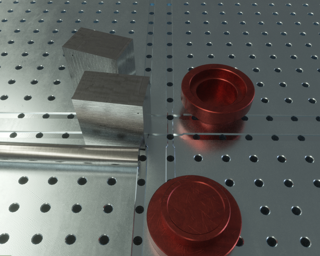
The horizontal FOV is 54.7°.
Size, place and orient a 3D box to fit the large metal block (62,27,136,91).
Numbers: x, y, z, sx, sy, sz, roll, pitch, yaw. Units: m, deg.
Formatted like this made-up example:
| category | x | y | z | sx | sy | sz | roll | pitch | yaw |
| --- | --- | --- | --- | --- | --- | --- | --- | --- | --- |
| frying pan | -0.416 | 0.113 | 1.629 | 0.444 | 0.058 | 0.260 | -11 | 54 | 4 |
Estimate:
| category | x | y | z | sx | sy | sz | roll | pitch | yaw |
| --- | --- | --- | --- | --- | --- | --- | --- | --- | --- |
| large metal block | -0.083 | -0.089 | 0.446 | 0.080 | 0.080 | 0.050 | 16 | 52 | 13 |

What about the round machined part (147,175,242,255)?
| category | x | y | z | sx | sy | sz | roll | pitch | yaw |
| --- | --- | --- | --- | --- | --- | --- | --- | --- | --- |
| round machined part | 0.035 | 0.090 | 0.321 | 0.099 | 0.042 | 0.098 | 0 | 50 | 0 |

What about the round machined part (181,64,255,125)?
| category | x | y | z | sx | sy | sz | roll | pitch | yaw |
| --- | --- | --- | --- | --- | --- | --- | --- | --- | --- |
| round machined part | 0.078 | -0.043 | 0.433 | 0.099 | 0.042 | 0.098 | 0 | 50 | 0 |

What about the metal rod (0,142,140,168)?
| category | x | y | z | sx | sy | sz | roll | pitch | yaw |
| --- | --- | --- | --- | --- | --- | --- | --- | --- | --- |
| metal rod | -0.176 | 0.030 | 0.381 | 0.302 | 0.025 | 0.025 | 2 | 50 | 1 |

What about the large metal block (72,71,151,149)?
| category | x | y | z | sx | sy | sz | roll | pitch | yaw |
| --- | --- | --- | --- | --- | --- | --- | --- | --- | --- |
| large metal block | -0.056 | -0.022 | 0.390 | 0.080 | 0.080 | 0.050 | 6 | 51 | 5 |
